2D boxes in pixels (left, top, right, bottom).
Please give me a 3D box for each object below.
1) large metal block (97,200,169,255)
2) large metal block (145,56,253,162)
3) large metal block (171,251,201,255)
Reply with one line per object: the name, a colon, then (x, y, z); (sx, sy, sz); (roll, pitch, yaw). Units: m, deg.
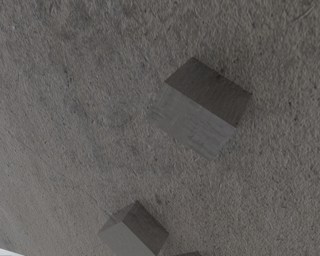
large metal block: (-0.046, 0.180, 0.527); (0.080, 0.050, 0.080); (48, 129, -6)
large metal block: (0.044, -0.024, 0.333); (0.080, 0.080, 0.050); (34, 129, 6)
large metal block: (0.048, 0.264, 0.529); (0.080, 0.050, 0.080); (-29, 102, 37)
